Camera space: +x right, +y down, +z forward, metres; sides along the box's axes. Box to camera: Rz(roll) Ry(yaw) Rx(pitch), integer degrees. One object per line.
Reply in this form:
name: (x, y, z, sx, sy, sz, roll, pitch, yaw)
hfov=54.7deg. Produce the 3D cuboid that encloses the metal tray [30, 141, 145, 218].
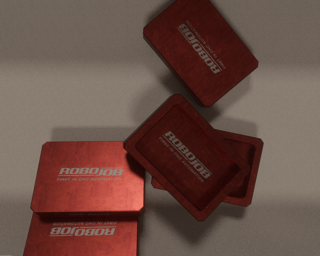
metal tray: (-0.084, 0.063, 0.388, 0.131, 0.030, 0.090, 0, 61, -1)

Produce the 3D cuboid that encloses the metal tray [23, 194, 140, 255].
metal tray: (-0.092, 0.130, 0.383, 0.131, 0.030, 0.090, -1, 53, -1)

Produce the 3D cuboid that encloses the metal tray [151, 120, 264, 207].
metal tray: (0.061, 0.045, 0.409, 0.131, 0.030, 0.089, 12, 90, -1)

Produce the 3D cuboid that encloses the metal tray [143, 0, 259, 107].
metal tray: (0.052, -0.102, 0.404, 0.090, 0.030, 0.130, -40, 95, 1)

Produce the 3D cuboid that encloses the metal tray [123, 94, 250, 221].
metal tray: (0.032, 0.035, 0.371, 0.090, 0.030, 0.130, -45, 97, -8)
